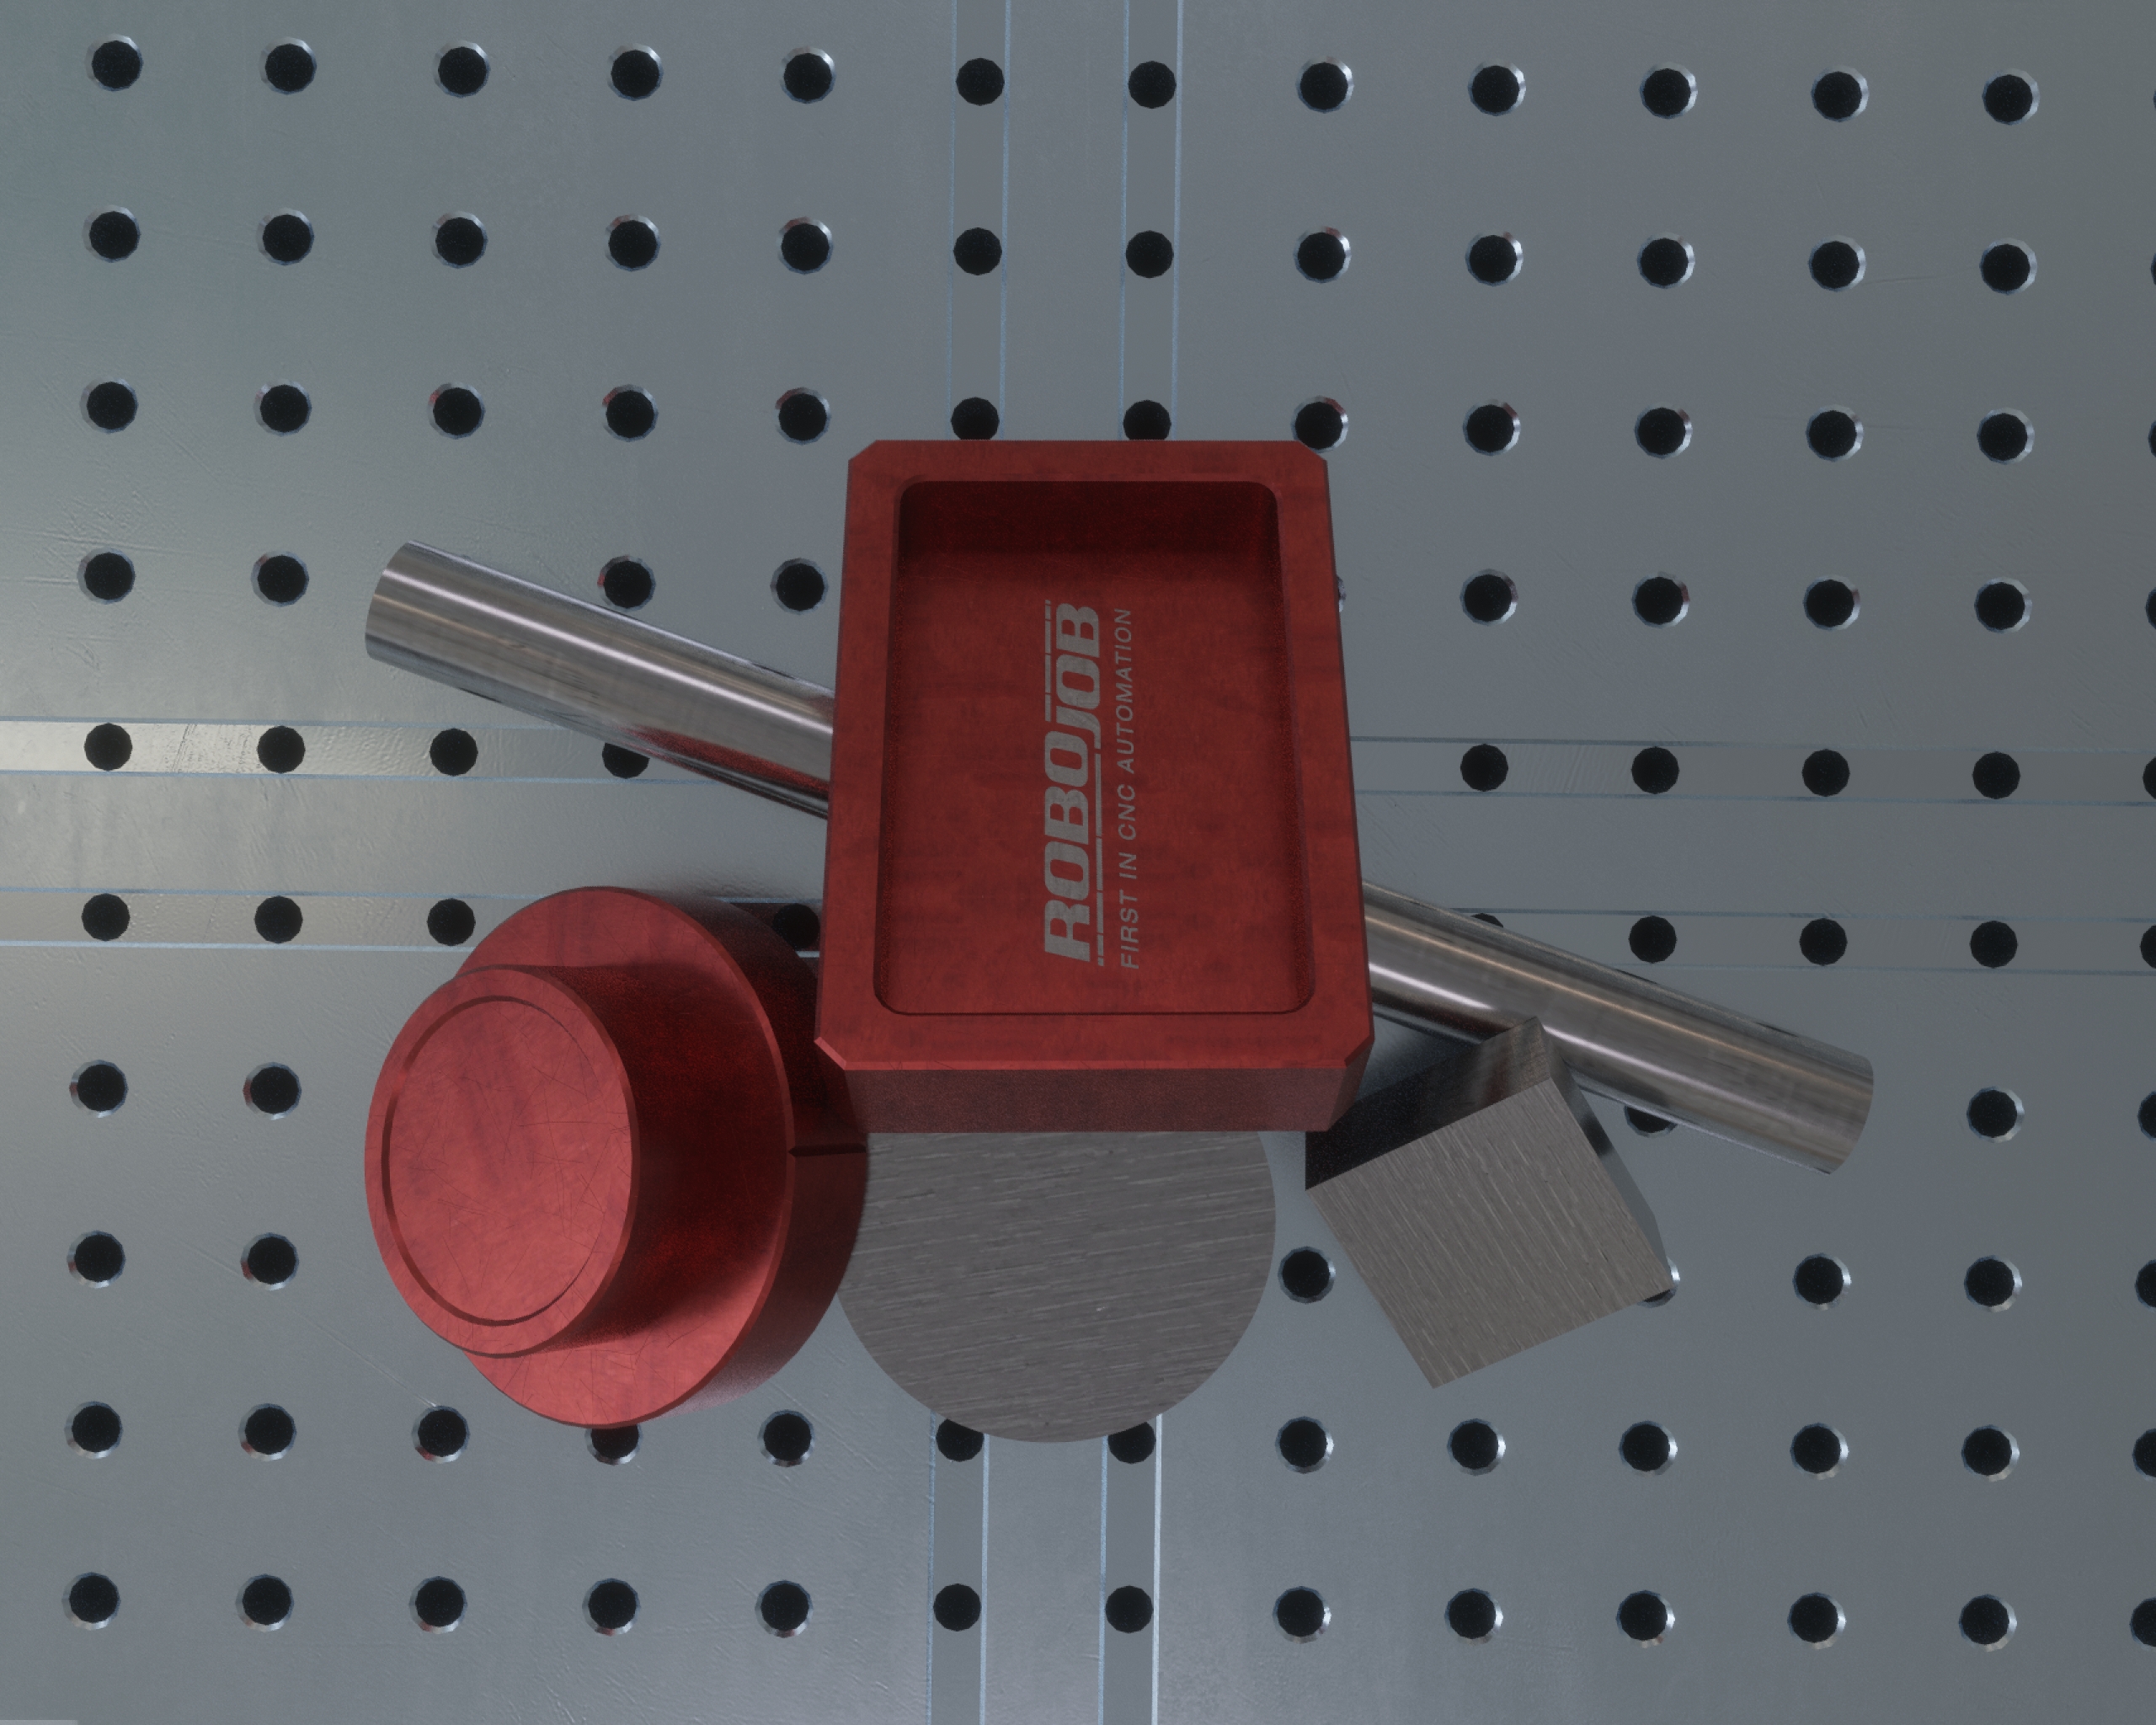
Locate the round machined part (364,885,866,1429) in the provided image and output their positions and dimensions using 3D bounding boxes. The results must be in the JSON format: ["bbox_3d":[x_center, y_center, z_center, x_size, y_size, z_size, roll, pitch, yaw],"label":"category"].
[{"bbox_3d":[-0.090,0.053,0.377,0.098,0.042,0.097,-3,84,32],"label":"round machined part"}]

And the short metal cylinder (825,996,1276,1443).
[{"bbox_3d":[-0.005,0.064,0.397,0.081,0.050,0.079,0,90,0],"label":"short metal cylinder"}]

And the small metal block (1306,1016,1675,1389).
[{"bbox_3d":[0.078,0.065,0.399,0.050,0.025,0.050,-28,106,16],"label":"small metal block"}]

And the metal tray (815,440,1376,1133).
[{"bbox_3d":[0.002,-0.017,0.378,0.091,0.030,0.130,0,61,-1],"label":"metal tray"}]

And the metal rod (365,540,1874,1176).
[{"bbox_3d":[0.008,-0.001,0.410,0.301,0.025,0.025,20,90,0],"label":"metal rod"}]
